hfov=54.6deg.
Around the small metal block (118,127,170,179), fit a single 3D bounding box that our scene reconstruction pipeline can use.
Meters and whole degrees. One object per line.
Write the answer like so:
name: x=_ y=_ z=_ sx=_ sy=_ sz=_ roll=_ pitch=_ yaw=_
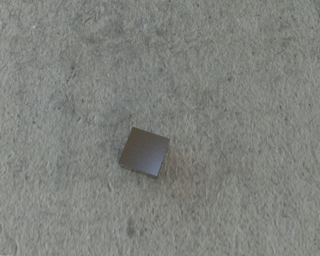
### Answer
small metal block: x=-0.019 y=0.032 z=0.396 sx=0.050 sy=0.025 sz=0.050 roll=18 pitch=71 yaw=6
